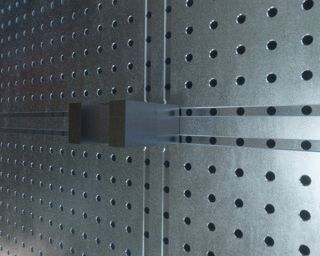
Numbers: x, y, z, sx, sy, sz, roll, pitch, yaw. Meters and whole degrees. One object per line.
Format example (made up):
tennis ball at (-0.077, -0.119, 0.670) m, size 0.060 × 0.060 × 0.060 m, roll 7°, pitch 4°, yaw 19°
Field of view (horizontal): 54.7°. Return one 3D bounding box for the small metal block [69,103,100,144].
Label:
small metal block at (-0.088, -0.006, 0.397) m, size 0.025 × 0.050 × 0.050 m, roll 1°, pitch 90°, yaw 40°

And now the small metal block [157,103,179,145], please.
small metal block at (-0.001, -0.005, 0.391) m, size 0.025 × 0.050 × 0.050 m, roll -1°, pitch 90°, yaw 40°

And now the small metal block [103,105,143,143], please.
small metal block at (-0.051, -0.005, 0.432) m, size 0.025 × 0.050 × 0.050 m, roll 1°, pitch 91°, yaw 40°

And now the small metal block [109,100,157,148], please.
small metal block at (-0.029, -0.004, 0.348) m, size 0.025 × 0.050 × 0.050 m, roll 1°, pitch 90°, yaw 40°

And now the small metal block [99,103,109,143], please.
small metal block at (-0.050, -0.006, 0.384) m, size 0.050 × 0.025 × 0.050 m, roll 1°, pitch 91°, yaw 39°
